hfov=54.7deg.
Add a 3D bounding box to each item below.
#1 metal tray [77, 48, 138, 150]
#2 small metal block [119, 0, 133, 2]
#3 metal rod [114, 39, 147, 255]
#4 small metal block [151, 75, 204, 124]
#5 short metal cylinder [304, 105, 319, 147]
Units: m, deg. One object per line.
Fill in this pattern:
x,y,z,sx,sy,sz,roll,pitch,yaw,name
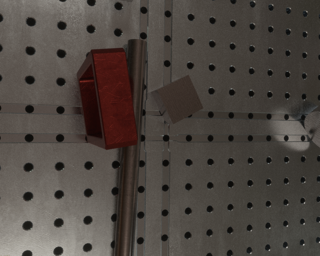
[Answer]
-0.062,-0.027,0.335,0.030,0.130,0.089,-9,93,-20,metal tray
-0.040,-0.193,0.385,0.025,0.050,0.050,2,89,-20,small metal block
-0.038,0.037,0.399,0.025,0.025,0.298,4,89,-20,metal rod
0.024,-0.038,0.422,0.050,0.025,0.050,-28,100,-18,small metal block
0.280,-0.005,0.489,0.050,0.080,0.080,-34,101,-17,short metal cylinder
